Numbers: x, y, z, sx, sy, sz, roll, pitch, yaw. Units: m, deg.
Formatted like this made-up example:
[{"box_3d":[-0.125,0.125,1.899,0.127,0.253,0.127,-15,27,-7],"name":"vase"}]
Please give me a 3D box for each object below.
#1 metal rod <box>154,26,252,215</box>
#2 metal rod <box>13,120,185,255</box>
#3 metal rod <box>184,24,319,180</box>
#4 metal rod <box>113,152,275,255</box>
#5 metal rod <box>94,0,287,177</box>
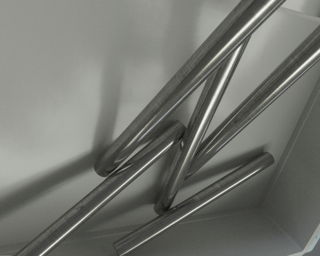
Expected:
[{"box_3d":[0.043,0.013,0.405,0.025,0.025,0.298,-2,130,-28],"name":"metal rod"},{"box_3d":[-0.081,0.091,0.381,0.301,0.025,0.025,-39,130,-17],"name":"metal rod"},{"box_3d":[0.104,-0.018,0.373,0.025,0.025,0.298,5,141,-31],"name":"metal rod"},{"box_3d":[0.066,0.112,0.489,0.302,0.025,0.025,-25,128,-23],"name":"metal rod"},{"box_3d":[0.009,-0.029,0.311,0.025,0.025,0.299,14,138,-34],"name":"metal rod"}]
